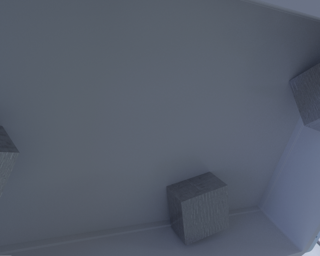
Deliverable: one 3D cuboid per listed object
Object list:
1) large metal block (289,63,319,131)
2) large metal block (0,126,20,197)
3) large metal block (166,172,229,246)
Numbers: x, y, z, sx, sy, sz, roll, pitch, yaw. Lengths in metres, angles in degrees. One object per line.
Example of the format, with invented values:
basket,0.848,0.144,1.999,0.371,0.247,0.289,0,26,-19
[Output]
large metal block,0.251,-0.050,0.458,0.050,0.080,0.080,14,146,-34
large metal block,-0.197,0.041,0.296,0.080,0.050,0.080,9,115,-51
large metal block,0.061,0.126,0.494,0.081,0.050,0.079,-15,113,-20
